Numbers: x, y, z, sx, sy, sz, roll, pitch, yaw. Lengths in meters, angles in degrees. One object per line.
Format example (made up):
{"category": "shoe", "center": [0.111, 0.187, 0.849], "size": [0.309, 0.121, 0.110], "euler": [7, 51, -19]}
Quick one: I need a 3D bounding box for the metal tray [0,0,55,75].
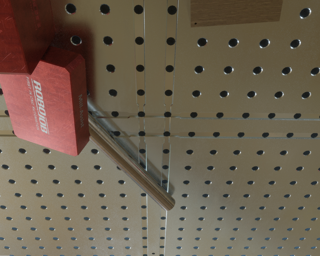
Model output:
{"category": "metal tray", "center": [-0.126, -0.122, 0.262], "size": [0.030, 0.090, 0.129], "euler": [2, 130, -2]}

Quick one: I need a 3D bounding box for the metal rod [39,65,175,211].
{"category": "metal rod", "center": [-0.065, 0.032, 0.438], "size": [0.025, 0.025, 0.300], "euler": [-26, 126, 20]}

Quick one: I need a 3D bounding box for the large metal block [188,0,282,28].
{"category": "large metal block", "center": [0.065, -0.141, 0.276], "size": [0.080, 0.050, 0.079], "euler": [-4, 130, 2]}

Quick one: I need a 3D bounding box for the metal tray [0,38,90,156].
{"category": "metal tray", "center": [-0.132, -0.032, 0.358], "size": [0.090, 0.030, 0.129], "euler": [17, 133, 9]}
